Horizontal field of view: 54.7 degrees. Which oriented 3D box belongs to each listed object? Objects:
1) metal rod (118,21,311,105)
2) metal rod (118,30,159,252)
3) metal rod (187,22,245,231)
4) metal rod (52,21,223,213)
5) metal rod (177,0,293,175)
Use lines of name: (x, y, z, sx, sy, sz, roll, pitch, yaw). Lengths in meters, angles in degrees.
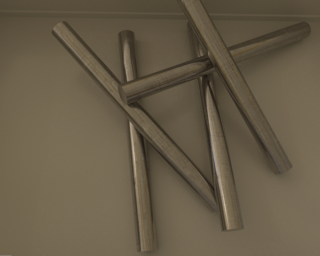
metal rod: (0.087, -0.093, 0.414, 0.302, 0.025, 0.025, -23, 72, -21)
metal rod: (-0.032, 0.002, 0.408, 0.025, 0.025, 0.299, -6, 70, -3)
metal rod: (0.067, -0.022, 0.404, 0.025, 0.025, 0.299, -5, 65, -2)
metal rod: (-0.029, -0.017, 0.387, 0.025, 0.025, 0.300, -41, 86, -14)
metal rod: (0.081, -0.076, 0.382, 0.025, 0.025, 0.299, -31, 95, -11)
